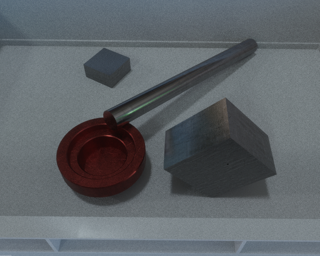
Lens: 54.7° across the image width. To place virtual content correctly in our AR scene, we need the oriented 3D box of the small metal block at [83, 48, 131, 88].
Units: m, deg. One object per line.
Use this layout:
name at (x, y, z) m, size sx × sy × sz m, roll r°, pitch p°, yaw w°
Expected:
small metal block at (-0.081, -0.095, 0.483) m, size 0.050 × 0.025 × 0.050 m, roll 25°, pitch 54°, yaw 19°

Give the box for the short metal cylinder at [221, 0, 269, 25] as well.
short metal cylinder at (0.156, -0.240, 0.576) m, size 0.081 × 0.080 × 0.050 m, roll 1°, pitch 50°, yaw 0°

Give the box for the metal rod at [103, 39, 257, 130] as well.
metal rod at (0.049, -0.074, 0.438) m, size 0.025 × 0.025 × 0.302 m, roll 38°, pitch 50°, yaw 27°

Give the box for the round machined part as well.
round machined part at (-0.065, 0.037, 0.362) m, size 0.099 × 0.042 × 0.098 m, roll 0°, pitch 50°, yaw 0°

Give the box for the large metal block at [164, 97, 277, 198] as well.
large metal block at (0.062, 0.025, 0.328) m, size 0.080 × 0.080 × 0.050 m, roll -30°, pitch 40°, yaw 34°
